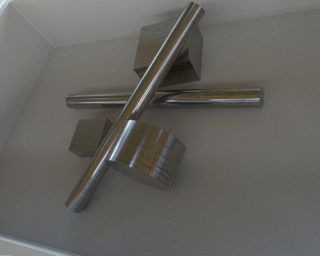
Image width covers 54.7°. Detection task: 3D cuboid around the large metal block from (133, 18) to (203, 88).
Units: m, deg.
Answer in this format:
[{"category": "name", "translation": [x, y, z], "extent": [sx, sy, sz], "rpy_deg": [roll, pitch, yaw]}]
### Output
[{"category": "large metal block", "translation": [0.014, -0.108, 0.447], "extent": [0.080, 0.050, 0.080], "rpy_deg": [-7, 59, 24]}]

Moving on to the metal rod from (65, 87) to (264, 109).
[{"category": "metal rod", "translation": [-0.013, -0.040, 0.435], "extent": [0.300, 0.025, 0.025], "rpy_deg": [2, 63, 28]}]

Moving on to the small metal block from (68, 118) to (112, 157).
[{"category": "small metal block", "translation": [-0.097, 0.014, 0.446], "extent": [0.050, 0.025, 0.050], "rpy_deg": [-2, 61, 26]}]

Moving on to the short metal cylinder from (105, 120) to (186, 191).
[{"category": "short metal cylinder", "translation": [-0.016, 0.033, 0.358], "extent": [0.080, 0.080, 0.050], "rpy_deg": [12, 68, 33]}]

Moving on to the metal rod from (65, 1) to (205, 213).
[{"category": "metal rod", "translation": [-0.033, -0.024, 0.394], "extent": [0.025, 0.025, 0.299], "rpy_deg": [34, 93, 38]}]
